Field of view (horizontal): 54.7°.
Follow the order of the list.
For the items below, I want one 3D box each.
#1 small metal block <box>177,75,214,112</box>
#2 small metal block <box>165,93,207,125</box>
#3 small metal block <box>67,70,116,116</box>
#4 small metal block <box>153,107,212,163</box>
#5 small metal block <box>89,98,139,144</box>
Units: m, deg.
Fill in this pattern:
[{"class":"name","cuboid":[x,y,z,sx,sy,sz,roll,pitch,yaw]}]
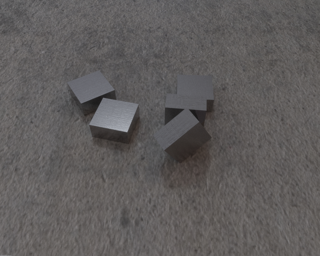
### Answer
[{"class":"small metal block","cuboid":[0.049,-0.050,0.446,0.050,0.025,0.050,2,50,1]},{"class":"small metal block","cuboid":[0.032,-0.016,0.401,0.050,0.050,0.025,5,50,3]},{"class":"small metal block","cuboid":[-0.098,-0.051,0.445,0.050,0.025,0.050,-26,55,-21]},{"class":"small metal block","cuboid":[0.028,0.010,0.367,0.050,0.050,0.025,-40,57,5]},{"class":"small metal block","cuboid":[-0.059,-0.010,0.411,0.050,0.025,0.050,11,51,8]}]
